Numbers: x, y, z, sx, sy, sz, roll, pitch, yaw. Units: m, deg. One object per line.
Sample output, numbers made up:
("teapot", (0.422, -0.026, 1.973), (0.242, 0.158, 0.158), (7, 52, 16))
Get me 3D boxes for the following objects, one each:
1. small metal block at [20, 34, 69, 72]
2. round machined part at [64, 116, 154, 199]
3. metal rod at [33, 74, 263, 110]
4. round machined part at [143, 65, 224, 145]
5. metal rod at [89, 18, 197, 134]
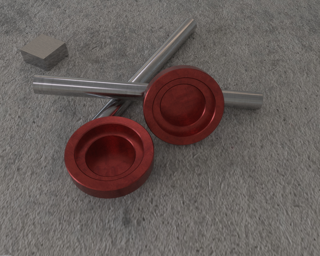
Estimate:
("small metal block", (-0.188, -0.124, 0.506), (0.050, 0.025, 0.050), (23, 54, 18))
("round machined part", (-0.056, 0.037, 0.359), (0.099, 0.042, 0.098), (1, 53, -1))
("metal rod", (-0.010, -0.047, 0.417), (0.302, 0.025, 0.025), (3, 50, -8))
("round machined part", (0.027, -0.031, 0.390), (0.099, 0.097, 0.042), (-5, 23, -4))
("metal rod", (-0.018, -0.088, 0.476), (0.025, 0.025, 0.301), (23, 54, 18))
